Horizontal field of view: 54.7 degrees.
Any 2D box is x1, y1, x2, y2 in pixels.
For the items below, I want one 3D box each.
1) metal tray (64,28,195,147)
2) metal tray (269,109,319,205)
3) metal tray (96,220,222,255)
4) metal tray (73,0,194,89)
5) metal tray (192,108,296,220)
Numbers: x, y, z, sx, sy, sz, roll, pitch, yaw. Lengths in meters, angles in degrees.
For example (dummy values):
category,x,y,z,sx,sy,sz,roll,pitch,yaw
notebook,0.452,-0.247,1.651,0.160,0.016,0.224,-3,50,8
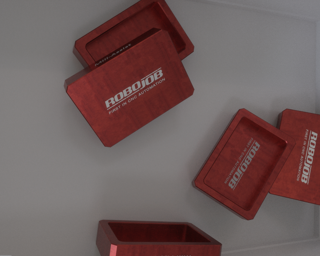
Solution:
category,x,y,z,sx,sy,sz,roll,pitch,yaw
metal tray,-0.034,-0.048,0.370,0.130,0.030,0.090,-33,119,-7
metal tray,0.217,0.043,0.465,0.090,0.030,0.129,12,85,11
metal tray,-0.004,0.140,0.374,0.131,0.090,0.030,8,88,-20
metal tray,-0.031,-0.101,0.395,0.131,0.030,0.090,-39,103,-16
metal tray,0.116,0.049,0.433,0.090,0.030,0.130,33,78,6
